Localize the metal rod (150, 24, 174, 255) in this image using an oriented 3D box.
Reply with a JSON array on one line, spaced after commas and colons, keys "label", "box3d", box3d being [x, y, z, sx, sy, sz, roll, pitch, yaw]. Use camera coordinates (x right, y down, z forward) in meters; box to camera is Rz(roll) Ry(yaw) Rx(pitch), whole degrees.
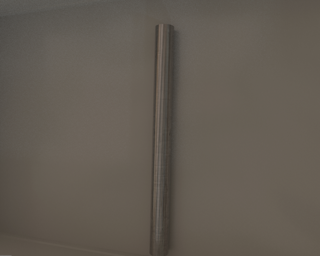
[{"label": "metal rod", "box3d": [0.002, 0.016, 0.408, 0.025, 0.025, 0.298, 2, 91, 19]}]
